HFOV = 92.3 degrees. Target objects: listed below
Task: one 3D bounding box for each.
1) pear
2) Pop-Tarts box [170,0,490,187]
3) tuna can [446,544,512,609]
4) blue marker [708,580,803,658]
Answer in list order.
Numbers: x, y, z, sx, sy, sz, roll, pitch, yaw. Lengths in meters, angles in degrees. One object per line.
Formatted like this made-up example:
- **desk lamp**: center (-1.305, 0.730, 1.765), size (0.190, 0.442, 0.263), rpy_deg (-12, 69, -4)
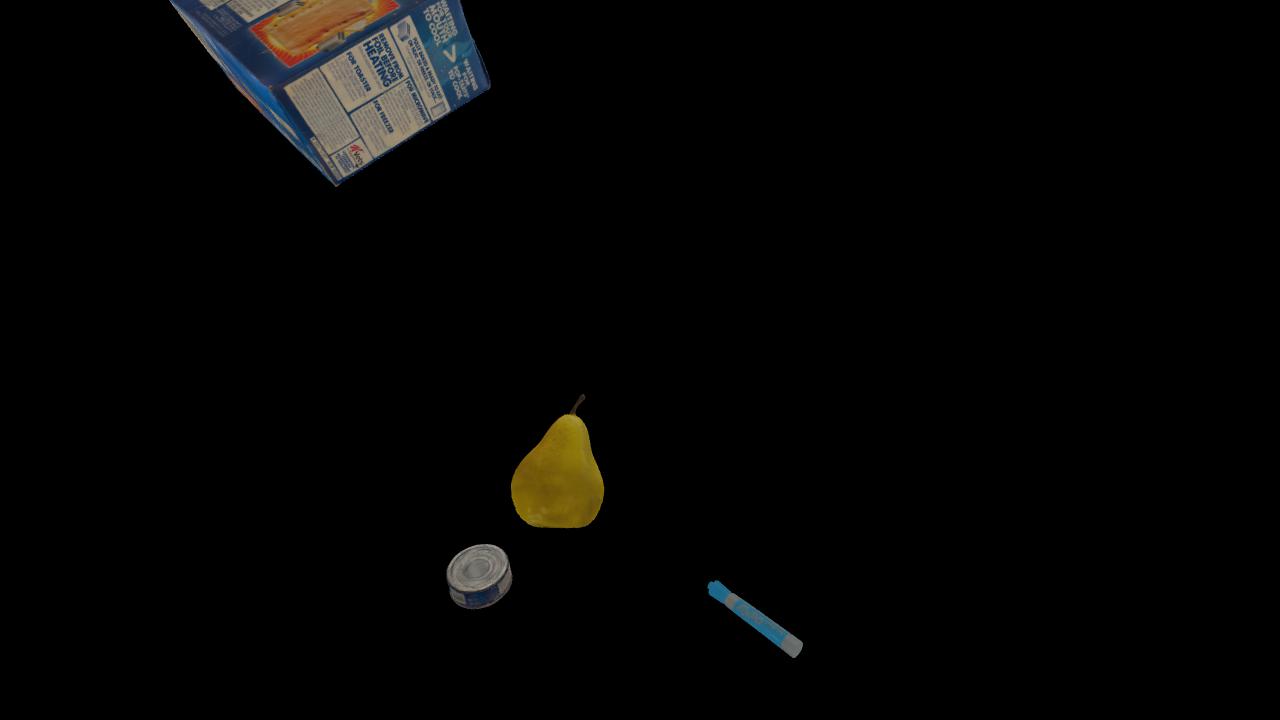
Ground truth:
- **pear**: center (-0.068, 0.085, 0.520), size (0.080, 0.111, 0.080), rpy_deg (1, -17, 0)
- **Pop-Tarts box**: center (-0.223, -0.232, 0.450), size (0.167, 0.141, 0.083), rpy_deg (41, -18, 24)
- **tuna can**: center (-0.216, 0.289, 0.827), size (0.084, 0.034, 0.084), rpy_deg (-2, 31, 1)
- **blue marker**: center (0.122, 0.280, 0.673), size (0.020, 0.020, 0.121), rpy_deg (0, 19, -46)
